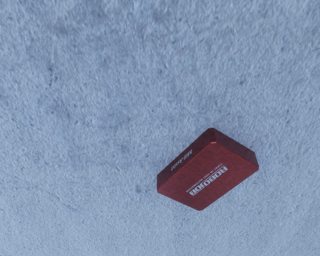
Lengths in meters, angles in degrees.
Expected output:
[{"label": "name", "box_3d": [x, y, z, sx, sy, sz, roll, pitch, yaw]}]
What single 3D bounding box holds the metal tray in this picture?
[{"label": "metal tray", "box_3d": [0.067, 0.066, 0.461, 0.090, 0.030, 0.129, 29, 124, -23]}]
